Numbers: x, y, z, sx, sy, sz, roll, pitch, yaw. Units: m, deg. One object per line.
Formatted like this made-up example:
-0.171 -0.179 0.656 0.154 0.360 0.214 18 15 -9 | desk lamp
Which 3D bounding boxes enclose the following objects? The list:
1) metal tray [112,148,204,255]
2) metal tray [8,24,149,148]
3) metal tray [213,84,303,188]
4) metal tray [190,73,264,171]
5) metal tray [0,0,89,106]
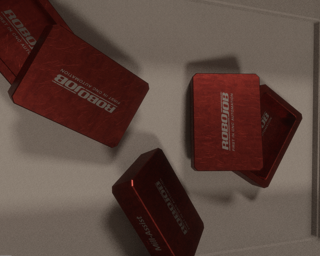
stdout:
0.003 0.101 0.381 0.130 0.030 0.090 61 29 -10 | metal tray
-0.086 -0.043 0.350 0.131 0.030 0.090 30 88 -36 | metal tray
0.148 0.012 0.464 0.090 0.030 0.130 34 79 -17 | metal tray
0.088 -0.007 0.419 0.091 0.030 0.129 0 83 -3 | metal tray
-0.152 -0.100 0.351 0.090 0.030 0.130 -41 103 -16 | metal tray
